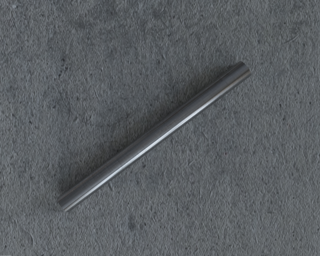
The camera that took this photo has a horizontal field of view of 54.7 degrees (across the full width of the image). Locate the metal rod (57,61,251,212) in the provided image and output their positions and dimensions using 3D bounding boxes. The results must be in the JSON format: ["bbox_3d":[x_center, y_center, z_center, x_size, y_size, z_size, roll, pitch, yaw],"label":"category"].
[{"bbox_3d":[-0.007,0.011,0.411,0.301,0.025,0.025,-37,90,-1],"label":"metal rod"}]
